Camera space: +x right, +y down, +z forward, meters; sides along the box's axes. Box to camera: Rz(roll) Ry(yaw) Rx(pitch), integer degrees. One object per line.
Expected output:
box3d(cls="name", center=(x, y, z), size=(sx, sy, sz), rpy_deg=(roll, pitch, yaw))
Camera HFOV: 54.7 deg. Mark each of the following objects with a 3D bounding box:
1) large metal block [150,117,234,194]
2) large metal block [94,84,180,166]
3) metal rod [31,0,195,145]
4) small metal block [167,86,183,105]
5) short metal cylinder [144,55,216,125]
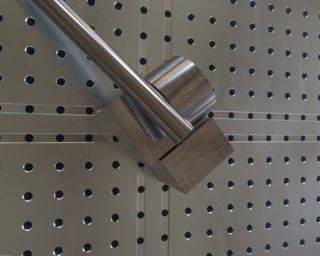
box3d(cls="large metal block", center=(0.032, 0.031, 0.394), size=(0.080, 0.080, 0.050), rpy_deg=(-39, 103, -16))
box3d(cls="large metal block", center=(-0.029, -0.005, 0.374), size=(0.050, 0.080, 0.080), rpy_deg=(-40, 103, -16))
box3d(cls="metal rod", center=(-0.080, -0.096, 0.328), size=(0.300, 0.025, 0.025), rpy_deg=(45, 75, 7))
box3d(cls="small metal block", center=(0.015, -0.049, 0.420), size=(0.050, 0.025, 0.050), rpy_deg=(-43, 104, -15))
box3d(cls="short metal cylinder", center=(0.019, -0.037, 0.364), size=(0.050, 0.080, 0.080), rpy_deg=(-39, 103, -16))
